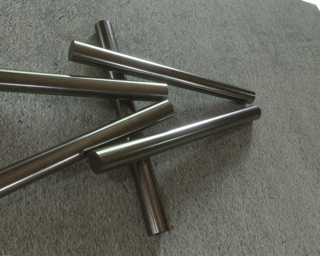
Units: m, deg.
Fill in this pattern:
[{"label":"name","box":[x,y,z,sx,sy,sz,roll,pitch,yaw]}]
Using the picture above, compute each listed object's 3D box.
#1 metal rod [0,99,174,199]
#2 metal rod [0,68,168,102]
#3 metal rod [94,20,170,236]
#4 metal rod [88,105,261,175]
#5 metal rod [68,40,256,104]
[{"label":"metal rod","box":[-0.107,0.032,0.311,0.302,0.025,0.025,-26,76,-32]},{"label":"metal rod","box":[-0.135,-0.050,0.346,0.303,0.025,0.025,2,61,-21]},{"label":"metal rod","box":[-0.042,-0.017,0.394,0.025,0.025,0.299,-3,63,-30]},{"label":"metal rod","box":[0.045,0.005,0.408,0.302,0.025,0.025,-15,70,-41]},{"label":"metal rod","box":[0.023,-0.072,0.442,0.302,0.025,0.025,9,58,-31]}]
